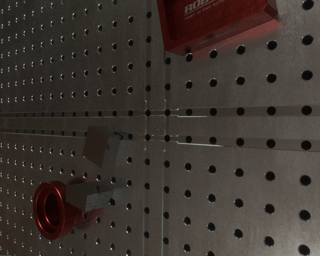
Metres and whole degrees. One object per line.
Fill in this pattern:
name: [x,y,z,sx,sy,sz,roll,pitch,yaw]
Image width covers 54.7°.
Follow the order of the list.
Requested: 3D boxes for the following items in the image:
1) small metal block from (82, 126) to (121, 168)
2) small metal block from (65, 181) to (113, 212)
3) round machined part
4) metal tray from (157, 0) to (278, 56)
small metal block: [-0.091,0.028,0.482,0.050,0.025,0.050,24,105,37]
small metal block: [-0.110,0.105,0.481,0.050,0.050,0.025,12,98,39]
round machined part: [-0.177,0.140,0.541,0.098,0.042,0.097,0,90,39]
metal tray: [0.058,-0.148,0.356,0.130,0.030,0.090,-14,81,38]
